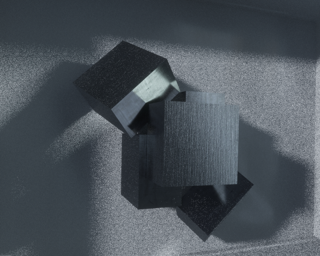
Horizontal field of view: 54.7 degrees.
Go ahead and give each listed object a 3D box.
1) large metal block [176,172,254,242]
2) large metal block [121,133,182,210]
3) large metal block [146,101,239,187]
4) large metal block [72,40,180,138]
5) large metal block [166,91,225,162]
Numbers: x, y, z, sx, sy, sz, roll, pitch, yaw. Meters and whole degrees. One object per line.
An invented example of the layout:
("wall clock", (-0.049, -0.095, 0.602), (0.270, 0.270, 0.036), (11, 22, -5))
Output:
("large metal block", (0.067, 0.094, 0.396), (0.080, 0.080, 0.050), (-43, 69, -15))
("large metal block", (-0.013, 0.047, 0.375), (0.050, 0.080, 0.080), (1, 90, -20))
("large metal block", (0.033, 0.015, 0.322), (0.081, 0.050, 0.080), (2, 90, -20))
("large metal block", (-0.038, -0.047, 0.358), (0.080, 0.080, 0.050), (-45, 139, -15))
("large metal block", (0.038, -0.001, 0.392), (0.050, 0.080, 0.080), (1, 90, -20))
